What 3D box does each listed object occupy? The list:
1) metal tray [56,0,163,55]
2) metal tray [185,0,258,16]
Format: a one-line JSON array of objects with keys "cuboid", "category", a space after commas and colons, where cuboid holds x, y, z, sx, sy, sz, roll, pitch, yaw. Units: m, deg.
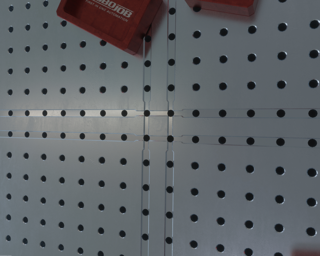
[{"cuboid": [-0.073, -0.172, 0.436, 0.130, 0.030, 0.090, 31, 100, 17], "category": "metal tray"}, {"cuboid": [0.087, -0.212, 0.379, 0.090, 0.030, 0.129, 17, 96, 19], "category": "metal tray"}]
